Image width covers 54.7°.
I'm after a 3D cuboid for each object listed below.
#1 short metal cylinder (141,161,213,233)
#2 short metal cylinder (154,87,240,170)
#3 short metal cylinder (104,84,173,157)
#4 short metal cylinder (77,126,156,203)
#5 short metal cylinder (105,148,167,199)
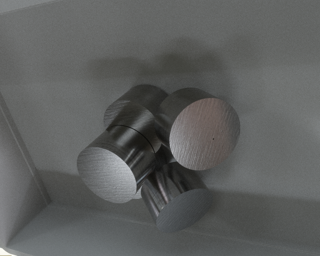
[{"bbox_3d":[0.022,0.090,0.405,0.050,0.081,0.079,54,144,44],"label":"short metal cylinder"},{"bbox_3d":[0.040,0.000,0.342,0.081,0.050,0.079,-7,111,-17],"label":"short metal cylinder"},{"bbox_3d":[-0.024,-0.009,0.395,0.080,0.050,0.079,13,124,20],"label":"short metal cylinder"},{"bbox_3d":[-0.052,0.044,0.377,0.080,0.050,0.079,13,124,20],"label":"short metal cylinder"},{"bbox_3d":[-0.038,0.054,0.443,0.080,0.050,0.079,13,124,20],"label":"short metal cylinder"}]
